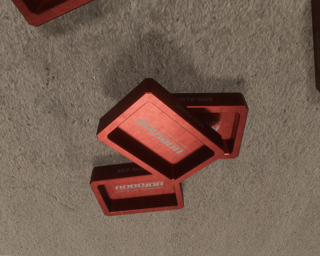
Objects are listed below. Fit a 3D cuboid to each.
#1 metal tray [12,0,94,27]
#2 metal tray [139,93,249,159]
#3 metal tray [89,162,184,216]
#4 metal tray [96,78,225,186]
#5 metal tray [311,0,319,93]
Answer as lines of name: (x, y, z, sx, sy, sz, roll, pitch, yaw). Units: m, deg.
metal tray: (-0.109, -0.164, 0.262, 0.090, 0.030, 0.130, -19, 128, 14)
metal tray: (0.040, -0.001, 0.403, 0.131, 0.030, 0.089, -1, 130, 0)
metal tray: (-0.032, 0.094, 0.483, 0.131, 0.030, 0.089, -7, 130, 5)
metal tray: (0.003, 0.011, 0.372, 0.130, 0.030, 0.090, 37, 121, -28)
metal tray: (0.214, -0.095, 0.325, 0.090, 0.030, 0.130, -16, 129, 13)
